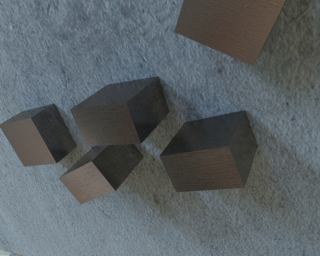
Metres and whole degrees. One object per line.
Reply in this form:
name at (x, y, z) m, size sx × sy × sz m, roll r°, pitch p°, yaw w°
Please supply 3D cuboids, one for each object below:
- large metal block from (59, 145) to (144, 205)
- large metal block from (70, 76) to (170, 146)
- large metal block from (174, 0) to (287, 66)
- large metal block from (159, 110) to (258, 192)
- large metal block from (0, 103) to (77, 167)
large metal block at (-0.083, 0.057, 0.449) m, size 0.080 × 0.080 × 0.050 m, roll -27°, pitch 104°, yaw 37°
large metal block at (-0.046, -0.021, 0.381) m, size 0.080 × 0.080 × 0.050 m, roll -4°, pitch 117°, yaw 30°
large metal block at (0.069, -0.116, 0.282) m, size 0.080 × 0.050 × 0.079 m, roll 27°, pitch 128°, yaw 11°
large metal block at (0.059, 0.026, 0.356) m, size 0.080 × 0.080 × 0.050 m, roll -12°, pitch 113°, yaw 33°
large metal block at (-0.195, 0.013, 0.499) m, size 0.080 × 0.050 × 0.080 m, roll -9°, pitch 114°, yaw 31°
